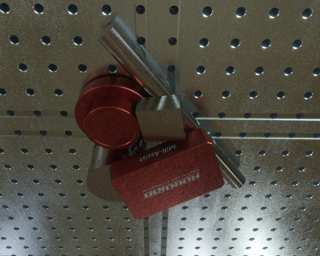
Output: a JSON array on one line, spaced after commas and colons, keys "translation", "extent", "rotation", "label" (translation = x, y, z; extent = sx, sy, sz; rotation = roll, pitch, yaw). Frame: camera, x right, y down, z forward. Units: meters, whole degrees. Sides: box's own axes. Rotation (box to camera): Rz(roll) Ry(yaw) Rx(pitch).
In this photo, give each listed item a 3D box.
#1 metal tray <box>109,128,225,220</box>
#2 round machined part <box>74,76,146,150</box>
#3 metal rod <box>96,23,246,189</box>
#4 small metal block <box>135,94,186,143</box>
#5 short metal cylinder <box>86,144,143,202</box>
[{"translation": [0.012, 0.063, 0.407], "extent": [0.131, 0.030, 0.090], "rotation": [-22, 128, 1], "label": "metal tray"}, {"translation": [-0.057, -0.011, 0.384], "extent": [0.099, 0.042, 0.097], "rotation": [0, 130, 1], "label": "round machined part"}, {"translation": [0.032, -0.009, 0.400], "extent": [0.025, 0.025, 0.300], "rotation": [-29, 125, 22], "label": "metal rod"}, {"translation": [0.003, -0.010, 0.367], "extent": [0.050, 0.025, 0.050], "rotation": [-4, 133, 10], "label": "small metal block"}, {"translation": [-0.060, 0.061, 0.441], "extent": [0.081, 0.050, 0.079], "rotation": [0, 130, 0], "label": "short metal cylinder"}]
